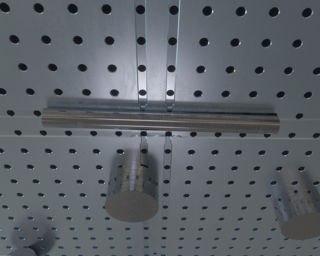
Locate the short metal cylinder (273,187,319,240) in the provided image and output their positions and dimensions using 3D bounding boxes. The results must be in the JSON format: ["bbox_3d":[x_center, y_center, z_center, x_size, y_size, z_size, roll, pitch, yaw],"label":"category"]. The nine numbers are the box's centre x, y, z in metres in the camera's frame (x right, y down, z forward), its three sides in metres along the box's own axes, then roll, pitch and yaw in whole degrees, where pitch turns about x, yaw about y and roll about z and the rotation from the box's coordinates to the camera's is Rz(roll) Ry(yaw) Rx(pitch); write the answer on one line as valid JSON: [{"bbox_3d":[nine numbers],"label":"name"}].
[{"bbox_3d":[0.238,0.145,0.521,0.081,0.050,0.079,0,130,0],"label":"short metal cylinder"}]

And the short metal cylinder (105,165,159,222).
[{"bbox_3d":[-0.042,0.103,0.483,0.081,0.050,0.079,0,130,0],"label":"short metal cylinder"}]

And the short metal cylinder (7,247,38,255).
[{"bbox_3d":[-0.275,0.289,0.619,0.080,0.080,0.050,-8,130,7],"label":"short metal cylinder"}]

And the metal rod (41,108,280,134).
[{"bbox_3d":[0.003,-0.009,0.404,0.302,0.025,0.025,2,130,-2],"label":"metal rod"}]
